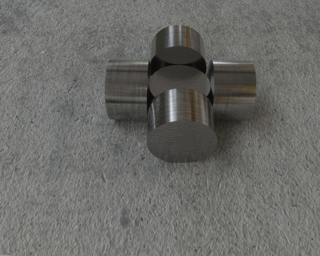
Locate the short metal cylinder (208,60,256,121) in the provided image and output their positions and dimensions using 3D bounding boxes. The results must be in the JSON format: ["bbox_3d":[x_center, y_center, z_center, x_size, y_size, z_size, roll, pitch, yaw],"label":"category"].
[{"bbox_3d":[0.091,-0.050,0.412,0.050,0.080,0.080,1,50,1],"label":"short metal cylinder"}]

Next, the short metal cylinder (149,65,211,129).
[{"bbox_3d":[0.026,-0.041,0.424,0.081,0.050,0.080,0,50,0],"label":"short metal cylinder"}]

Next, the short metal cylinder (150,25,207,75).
[{"bbox_3d":[0.026,-0.102,0.454,0.081,0.080,0.050,1,51,0],"label":"short metal cylinder"}]

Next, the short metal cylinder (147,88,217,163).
[{"bbox_3d":[0.025,-0.001,0.370,0.081,0.080,0.050,0,50,0],"label":"short metal cylinder"}]

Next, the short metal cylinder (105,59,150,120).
[{"bbox_3d":[-0.040,-0.050,0.411,0.050,0.080,0.080,1,50,1],"label":"short metal cylinder"}]
